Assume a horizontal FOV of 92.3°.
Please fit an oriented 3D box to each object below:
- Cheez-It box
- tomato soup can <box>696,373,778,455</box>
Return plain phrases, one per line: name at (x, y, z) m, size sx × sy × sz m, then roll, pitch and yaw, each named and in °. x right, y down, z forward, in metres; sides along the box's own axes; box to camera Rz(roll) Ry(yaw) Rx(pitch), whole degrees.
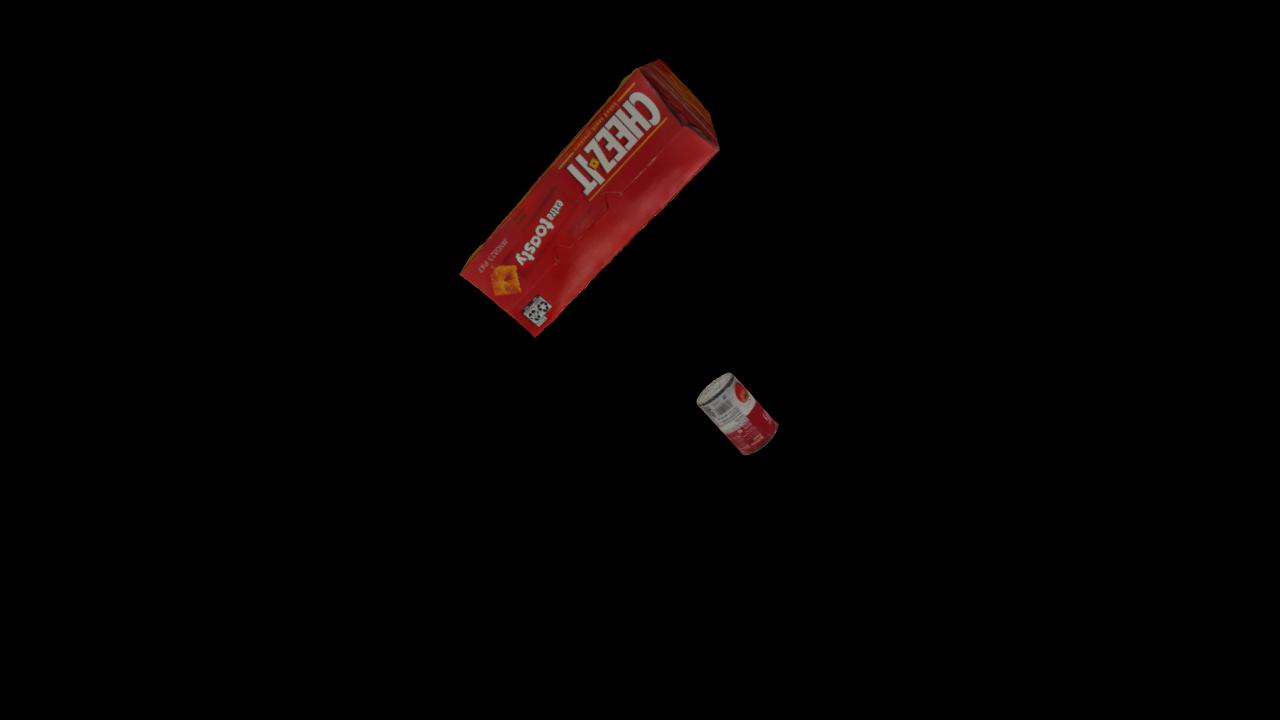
Cheez-It box at (-0.025, -0.130, 0.451) m, size 0.166 × 0.071 × 0.223 m, roll -43°, pitch 16°, yaw 23°
tomato soup can at (0.135, 0.075, 0.864) m, size 0.068 × 0.101 × 0.068 m, roll -42°, pitch 9°, yaw 8°
